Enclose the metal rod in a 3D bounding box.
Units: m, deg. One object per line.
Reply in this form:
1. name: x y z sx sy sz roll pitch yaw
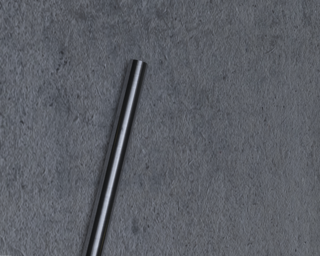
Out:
1. metal rod: -0.061 0.062 0.386 0.025 0.025 0.299 15 85 -20
